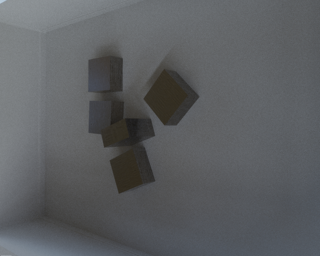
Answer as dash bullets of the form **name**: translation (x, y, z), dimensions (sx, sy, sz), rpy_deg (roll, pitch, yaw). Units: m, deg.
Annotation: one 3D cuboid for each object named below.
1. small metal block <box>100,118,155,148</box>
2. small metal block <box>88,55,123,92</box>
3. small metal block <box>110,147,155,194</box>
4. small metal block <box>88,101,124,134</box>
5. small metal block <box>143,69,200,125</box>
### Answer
- **small metal block**: translation (-0.044, 0.007, 0.425), dimensions (0.050, 0.050, 0.025), rpy_deg (-23, 76, 37)
- **small metal block**: translation (-0.084, -0.080, 0.473), dimensions (0.050, 0.025, 0.050), rpy_deg (1, 91, 39)
- **small metal block**: translation (-0.040, 0.060, 0.437), dimensions (0.050, 0.025, 0.050), rpy_deg (-29, 72, 36)
- **small metal block**: translation (-0.082, -0.016, 0.472), dimensions (0.050, 0.025, 0.050), rpy_deg (4, 93, 39)
- **small metal block**: translation (0.013, -0.038, 0.394), dimensions (0.050, 0.025, 0.050), rpy_deg (52, 120, 27)
